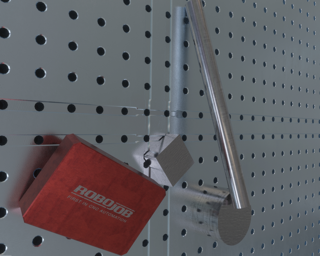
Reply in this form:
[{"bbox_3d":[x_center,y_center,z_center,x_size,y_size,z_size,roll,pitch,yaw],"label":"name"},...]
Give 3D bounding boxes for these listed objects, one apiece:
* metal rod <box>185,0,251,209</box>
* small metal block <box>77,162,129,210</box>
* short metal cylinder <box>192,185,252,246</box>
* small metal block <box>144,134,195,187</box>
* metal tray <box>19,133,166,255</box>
[{"bbox_3d":[0.082,-0.036,0.443,0.025,0.025,0.298,-11,87,-40],"label":"metal rod"},{"bbox_3d":[-0.067,0.065,0.353,0.050,0.025,0.050,24,75,-37],"label":"small metal block"},{"bbox_3d":[0.095,0.131,0.472,0.081,0.050,0.080,0,90,-40],"label":"short metal cylinder"},{"bbox_3d":[0.014,0.043,0.420,0.050,0.025,0.050,-43,116,-31],"label":"small metal block"},{"bbox_3d":[-0.066,0.076,0.333,0.130,0.030,0.090,36,86,-34],"label":"metal tray"}]
